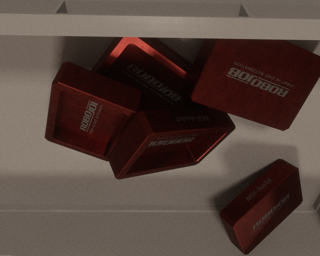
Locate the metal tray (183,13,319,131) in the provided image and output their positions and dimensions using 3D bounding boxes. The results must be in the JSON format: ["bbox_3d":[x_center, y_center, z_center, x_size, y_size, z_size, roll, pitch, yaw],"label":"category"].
[{"bbox_3d":[0.103,-0.056,0.336,0.131,0.030,0.089,16,111,-20],"label":"metal tray"}]

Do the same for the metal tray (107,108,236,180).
[{"bbox_3d":[0.015,0.017,0.364,0.131,0.030,0.089,-4,146,-38],"label":"metal tray"}]

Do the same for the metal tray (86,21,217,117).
[{"bbox_3d":[-0.008,-0.049,0.363,0.131,0.030,0.090,31,123,-24],"label":"metal tray"}]

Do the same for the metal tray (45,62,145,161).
[{"bbox_3d":[-0.082,-0.011,0.364,0.091,0.030,0.129,21,145,-12],"label":"metal tray"}]

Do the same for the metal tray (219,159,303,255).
[{"bbox_3d":[0.156,0.119,0.466,0.131,0.030,0.090,-37,128,-14],"label":"metal tray"}]
